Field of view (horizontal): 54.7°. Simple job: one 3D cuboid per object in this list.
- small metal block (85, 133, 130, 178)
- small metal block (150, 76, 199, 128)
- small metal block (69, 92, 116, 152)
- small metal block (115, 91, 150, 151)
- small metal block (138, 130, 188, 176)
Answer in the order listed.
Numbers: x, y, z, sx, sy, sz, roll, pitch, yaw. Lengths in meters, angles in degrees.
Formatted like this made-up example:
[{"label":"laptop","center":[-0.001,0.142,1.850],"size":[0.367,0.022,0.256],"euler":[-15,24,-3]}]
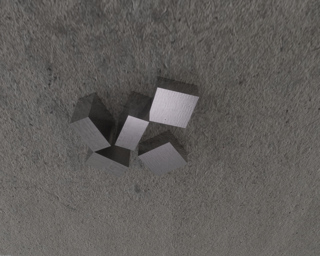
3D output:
[{"label":"small metal block","center":[-0.068,0.032,0.417],"size":[0.050,0.050,0.025],"euler":[28,125,-22]},{"label":"small metal block","center":[0.015,-0.031,0.381],"size":[0.050,0.025,0.050],"euler":[12,129,-10]},{"label":"small metal block","center":[-0.081,-0.008,0.383],"size":[0.025,0.050,0.050],"euler":[-19,128,16]},{"label":"small metal block","center":[-0.034,-0.009,0.383],"size":[0.025,0.050,0.050],"euler":[18,128,-15]},{"label":"small metal block","center":[0.004,0.037,0.438],"size":[0.050,0.025,0.050],"euler":[-26,126,20]}]
